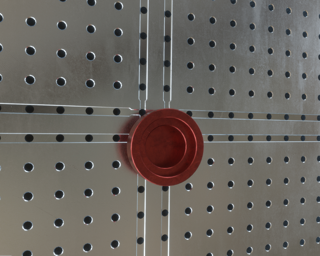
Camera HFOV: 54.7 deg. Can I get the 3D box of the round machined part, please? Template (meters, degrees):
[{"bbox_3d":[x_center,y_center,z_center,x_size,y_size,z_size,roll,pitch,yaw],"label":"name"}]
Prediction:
[{"bbox_3d":[0.004,0.024,0.406,0.099,0.042,0.097,0,90,-21],"label":"round machined part"}]
